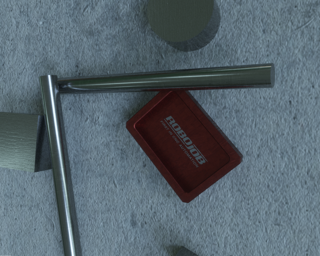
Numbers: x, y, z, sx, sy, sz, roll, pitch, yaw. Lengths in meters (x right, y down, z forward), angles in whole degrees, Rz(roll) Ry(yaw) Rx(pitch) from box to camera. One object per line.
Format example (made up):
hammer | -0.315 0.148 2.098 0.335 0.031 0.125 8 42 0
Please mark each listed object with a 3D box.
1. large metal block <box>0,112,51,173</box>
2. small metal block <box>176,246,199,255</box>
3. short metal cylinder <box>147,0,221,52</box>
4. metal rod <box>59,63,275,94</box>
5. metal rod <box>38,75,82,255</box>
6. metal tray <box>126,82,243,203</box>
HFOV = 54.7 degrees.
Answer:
large metal block | -0.200 0.019 0.464 0.080 0.050 0.079 5 92 19
small metal block | 0.038 0.179 0.382 0.050 0.050 0.025 28 99 17
short metal cylinder | 0.031 -0.140 0.384 0.080 0.050 0.079 0 90 19
metal rod | -0.017 -0.058 0.386 0.300 0.025 0.025 2 91 29
metal rod | -0.139 0.075 0.442 0.025 0.025 0.298 -6 93 19
metal tray | 0.029 0.017 0.395 0.090 0.030 0.130 -41 77 15
